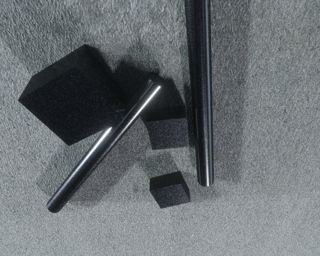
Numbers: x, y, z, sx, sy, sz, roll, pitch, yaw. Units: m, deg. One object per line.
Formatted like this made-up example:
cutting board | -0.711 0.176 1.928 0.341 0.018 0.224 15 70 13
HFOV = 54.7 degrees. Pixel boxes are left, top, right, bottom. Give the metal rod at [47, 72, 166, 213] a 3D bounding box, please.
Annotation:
metal rod | -0.090 0.037 0.437 0.025 0.025 0.299 28 124 -22

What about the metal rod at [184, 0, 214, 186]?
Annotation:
metal rod | 0.052 -0.032 0.380 0.025 0.025 0.298 -6 130 4

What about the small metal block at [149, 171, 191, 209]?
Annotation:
small metal block | 0.016 0.099 0.492 0.050 0.025 0.050 -16 129 13

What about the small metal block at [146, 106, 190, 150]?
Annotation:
small metal block | 0.011 0.000 0.408 0.050 0.025 0.050 -6 130 4

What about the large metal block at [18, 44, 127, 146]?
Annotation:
large metal block | -0.097 -0.036 0.359 0.080 0.050 0.080 -25 126 19
